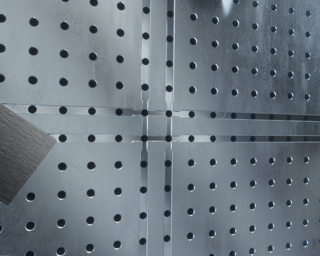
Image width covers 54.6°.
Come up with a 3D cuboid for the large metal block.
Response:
[{"bbox_3d":[-0.172,0.023,0.336,0.080,0.050,0.080,38,78,-16],"label":"large metal block"}]
